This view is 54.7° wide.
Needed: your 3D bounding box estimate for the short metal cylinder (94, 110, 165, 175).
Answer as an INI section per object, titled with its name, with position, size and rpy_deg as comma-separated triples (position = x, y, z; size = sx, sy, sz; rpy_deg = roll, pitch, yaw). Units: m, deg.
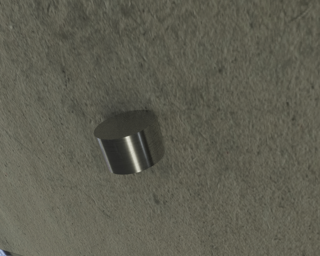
[short metal cylinder]
position = -0.038, 0.016, 0.400
size = 0.080, 0.080, 0.050
rpy_deg = -1, 118, 28
